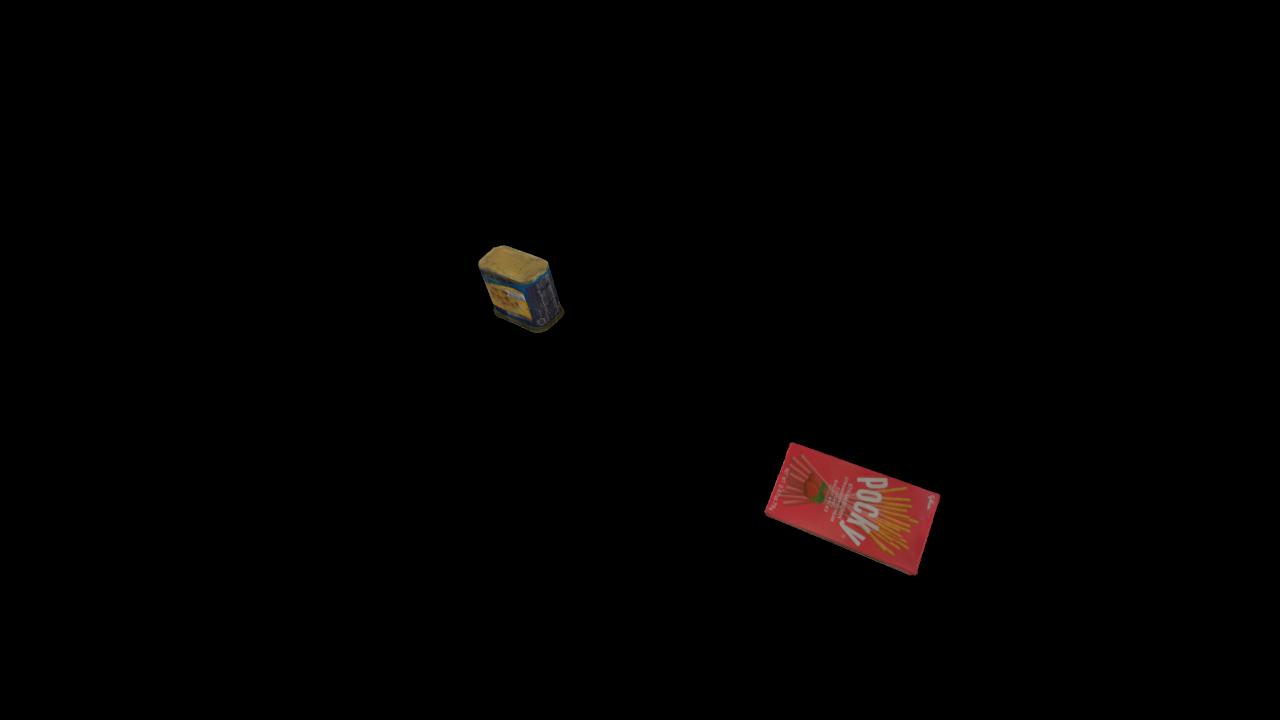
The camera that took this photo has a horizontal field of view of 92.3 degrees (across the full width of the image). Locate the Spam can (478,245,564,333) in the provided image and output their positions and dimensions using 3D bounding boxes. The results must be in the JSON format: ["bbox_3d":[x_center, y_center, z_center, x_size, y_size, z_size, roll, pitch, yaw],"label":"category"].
[{"bbox_3d":[-0.157,-0.095,0.810,0.101,0.085,0.058,22,54,28],"label":"Spam can"}]

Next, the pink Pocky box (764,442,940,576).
[{"bbox_3d":[0.216,0.150,0.633,0.155,0.084,0.029,19,-16,23],"label":"pink Pocky box"}]
